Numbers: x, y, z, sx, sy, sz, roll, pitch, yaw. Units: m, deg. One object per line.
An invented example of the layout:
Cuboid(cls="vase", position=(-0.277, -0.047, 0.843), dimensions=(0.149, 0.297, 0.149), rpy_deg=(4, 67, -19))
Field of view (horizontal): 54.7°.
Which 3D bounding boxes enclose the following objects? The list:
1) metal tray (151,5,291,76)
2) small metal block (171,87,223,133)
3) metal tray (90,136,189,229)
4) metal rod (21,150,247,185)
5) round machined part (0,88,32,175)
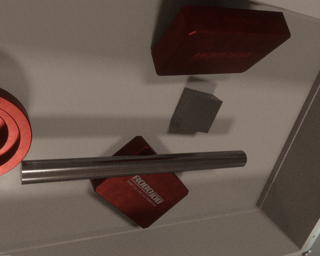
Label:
Cuboid(cls="metal tray", position=(0.067, -0.094, 0.350), dimensions=(0.131, 0.030, 0.090), rpy_deg=(-7, 165, -25))
Cuboid(cls="small metal block", position=(0.050, -0.023, 0.424), dimensions=(0.050, 0.025, 0.050), rpy_deg=(9, 114, -33))
Cuboid(cls="metal tray", position=(-0.025, 0.082, 0.444), dimensions=(0.090, 0.030, 0.130), rpy_deg=(-40, 130, -2))
Cuboid(cls="metal rod", position=(-0.011, 0.046, 0.393), dimensions=(0.303, 0.025, 0.025), rpy_deg=(0, 119, -29))
Cuboid(cls="round machined part", position=(-0.179, 0.000, 0.300), dimensions=(0.099, 0.042, 0.097), rpy_deg=(-14, 125, -21))
